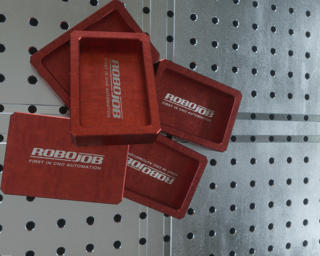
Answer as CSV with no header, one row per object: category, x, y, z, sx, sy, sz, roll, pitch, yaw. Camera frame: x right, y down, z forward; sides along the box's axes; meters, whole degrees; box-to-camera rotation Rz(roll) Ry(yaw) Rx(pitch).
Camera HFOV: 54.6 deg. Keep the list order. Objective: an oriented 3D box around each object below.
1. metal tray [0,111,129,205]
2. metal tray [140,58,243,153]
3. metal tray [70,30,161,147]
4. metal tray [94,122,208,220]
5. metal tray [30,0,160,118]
metal tray,-0.103,0.034,0.354,0.131,0.030,0.090,7,88,-6
metal tray,0.041,-0.028,0.423,0.131,0.030,0.090,19,84,-19
metal tray,-0.052,-0.046,0.345,0.091,0.030,0.130,-2,67,-13
metal tray,-0.012,0.053,0.404,0.131,0.030,0.090,27,82,-18
metal tray,-0.077,-0.083,0.380,0.130,0.030,0.090,-41,102,-15
